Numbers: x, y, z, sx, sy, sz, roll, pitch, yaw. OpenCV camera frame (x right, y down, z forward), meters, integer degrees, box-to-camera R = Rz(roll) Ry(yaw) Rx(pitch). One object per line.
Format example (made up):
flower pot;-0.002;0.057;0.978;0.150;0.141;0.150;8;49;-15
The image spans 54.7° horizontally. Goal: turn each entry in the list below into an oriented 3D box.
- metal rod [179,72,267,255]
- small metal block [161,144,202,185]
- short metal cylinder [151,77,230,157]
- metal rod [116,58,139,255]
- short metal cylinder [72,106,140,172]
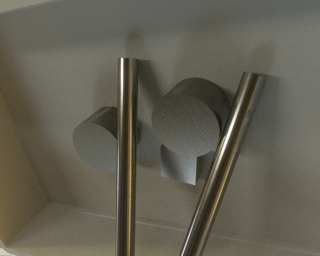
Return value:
metal rod;0.057;0.084;0.353;0.025;0.025;0.298;20;102;16
small metal block;0.029;0.045;0.420;0.050;0.025;0.050;12;124;21
short metal cylinder;0.037;-0.013;0.364;0.080;0.050;0.079;13;124;20
metal rod;-0.043;0.063;0.396;0.025;0.025;0.298;5;98;25
short metal cylinder;-0.075;0.016;0.440;0.080;0.050;0.079;13;124;20
